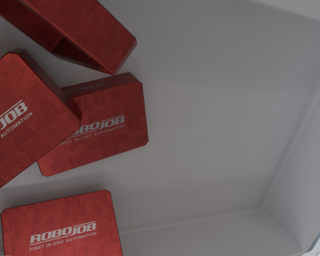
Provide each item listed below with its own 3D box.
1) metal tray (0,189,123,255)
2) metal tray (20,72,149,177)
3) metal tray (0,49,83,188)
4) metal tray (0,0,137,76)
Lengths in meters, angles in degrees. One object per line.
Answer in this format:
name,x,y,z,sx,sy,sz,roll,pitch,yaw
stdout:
metal tray,-0.120,0.134,0.385,0.131,0.090,0.030,-7,162,-25
metal tray,-0.082,-0.005,0.357,0.131,0.030,0.089,-17,126,-19
metal tray,-0.153,-0.001,0.296,0.130,0.030,0.090,-37,112,4
metal tray,-0.086,-0.086,0.238,0.090,0.130,0.030,37,82,-39
